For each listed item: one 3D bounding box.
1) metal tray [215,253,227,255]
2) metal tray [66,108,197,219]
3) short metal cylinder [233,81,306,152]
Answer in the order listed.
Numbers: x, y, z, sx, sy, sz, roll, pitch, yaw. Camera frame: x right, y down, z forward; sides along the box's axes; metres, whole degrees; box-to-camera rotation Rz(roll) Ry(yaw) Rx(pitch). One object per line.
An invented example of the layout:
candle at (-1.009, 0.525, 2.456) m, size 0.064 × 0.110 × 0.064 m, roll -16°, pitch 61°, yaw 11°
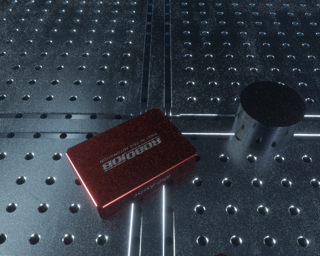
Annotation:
metal tray at (0.016, 0.173, 0.259) m, size 0.131 × 0.030 × 0.090 m, roll -15°, pitch 52°, yaw -13°
metal tray at (-0.033, 0.037, 0.373) m, size 0.131 × 0.030 × 0.090 m, roll -27°, pitch 55°, yaw -21°
short metal cylinder at (0.141, -0.016, 0.407) m, size 0.081 × 0.050 × 0.080 m, roll 0°, pitch 50°, yaw 0°
